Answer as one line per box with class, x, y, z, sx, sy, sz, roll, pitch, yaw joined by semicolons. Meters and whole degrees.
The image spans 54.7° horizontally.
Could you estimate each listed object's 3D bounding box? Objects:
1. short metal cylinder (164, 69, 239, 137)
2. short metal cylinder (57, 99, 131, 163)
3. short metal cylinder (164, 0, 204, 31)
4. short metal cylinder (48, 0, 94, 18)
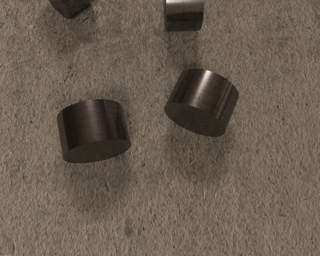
short metal cylinder;0.052;-0.030;0.391;0.080;0.080;0.050;23;72;7
short metal cylinder;-0.080;0.006;0.376;0.081;0.080;0.050;-14;71;-5
short metal cylinder;0.032;-0.181;0.446;0.050;0.080;0.080;-3;70;-1
short metal cylinder;-0.141;-0.211;0.454;0.050;0.080;0.080;-41;75;-13
